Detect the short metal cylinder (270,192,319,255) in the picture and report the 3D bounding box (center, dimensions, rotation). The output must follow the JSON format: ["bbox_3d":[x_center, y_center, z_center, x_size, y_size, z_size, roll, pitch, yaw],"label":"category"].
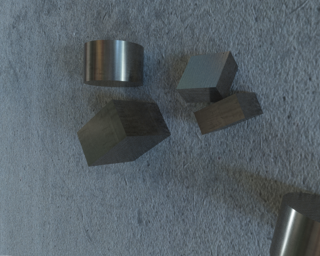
[{"bbox_3d":[0.138,0.092,0.256,0.080,0.081,0.050,17,101,38],"label":"short metal cylinder"}]

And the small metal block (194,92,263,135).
[{"bbox_3d":[0.073,-0.016,0.327,0.050,0.050,0.025,-25,81,37],"label":"small metal block"}]

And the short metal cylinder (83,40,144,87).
[{"bbox_3d":[-0.063,-0.085,0.421,0.080,0.081,0.050,2,92,40],"label":"short metal cylinder"}]

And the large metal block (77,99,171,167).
[{"bbox_3d":[-0.047,0.007,0.408,0.080,0.081,0.050,-37,68,34],"label":"large metal block"}]

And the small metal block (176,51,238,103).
[{"bbox_3d":[0.053,-0.056,0.346,0.050,0.025,0.050,3,58,40],"label":"small metal block"}]
